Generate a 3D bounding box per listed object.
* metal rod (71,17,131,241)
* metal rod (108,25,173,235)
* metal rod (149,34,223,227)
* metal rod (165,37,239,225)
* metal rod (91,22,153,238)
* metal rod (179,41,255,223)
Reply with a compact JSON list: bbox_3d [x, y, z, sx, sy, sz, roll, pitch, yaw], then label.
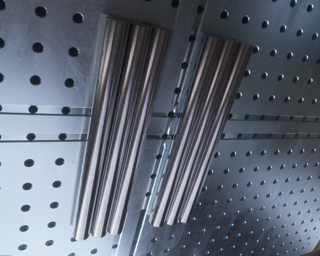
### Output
[{"bbox_3d":[-0.078,0.020,0.380,0.025,0.025,0.298,1,118,-29],"label":"metal rod"},{"bbox_3d":[-0.033,0.021,0.404,0.025,0.025,0.298,1,118,-29],"label":"metal rod"},{"bbox_3d":[0.030,0.020,0.438,0.025,0.025,0.298,1,118,-29],"label":"metal rod"},{"bbox_3d":[0.052,0.020,0.450,0.025,0.025,0.298,1,118,-29],"label":"metal rod"},{"bbox_3d":[-0.055,0.021,0.392,0.025,0.025,0.298,1,118,-29],"label":"metal rod"},{"bbox_3d":[0.075,0.021,0.463,0.025,0.025,0.298,1,118,-29],"label":"metal rod"}]
